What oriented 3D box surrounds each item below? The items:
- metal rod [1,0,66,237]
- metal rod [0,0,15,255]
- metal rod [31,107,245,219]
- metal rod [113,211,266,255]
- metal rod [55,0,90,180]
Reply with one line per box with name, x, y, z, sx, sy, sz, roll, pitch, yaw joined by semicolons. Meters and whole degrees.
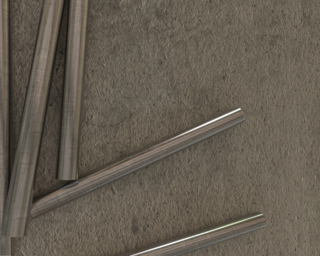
metal rod;-0.137;-0.035;0.346;0.025;0.025;0.298;9;83;-20
metal rod;-0.177;-0.007;0.343;0.025;0.025;0.298;-1;90;-20
metal rod;-0.016;0.037;0.402;0.302;0.025;0.025;-23;98;-19
metal rod;0.011;0.162;0.413;0.302;0.025;0.025;-10;94;-20
metal rod;-0.099;-0.090;0.365;0.025;0.025;0.298;5;86;-20
